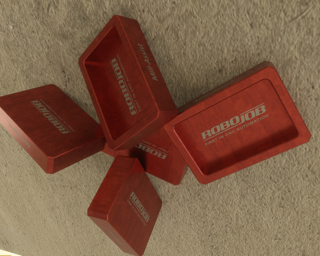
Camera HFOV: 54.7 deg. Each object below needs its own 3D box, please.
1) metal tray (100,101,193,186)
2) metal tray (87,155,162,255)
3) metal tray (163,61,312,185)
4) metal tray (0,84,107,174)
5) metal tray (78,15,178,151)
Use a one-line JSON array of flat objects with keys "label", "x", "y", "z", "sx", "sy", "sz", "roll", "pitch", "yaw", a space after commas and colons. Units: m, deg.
[{"label": "metal tray", "x": -0.019, "y": 0.014, "z": 0.422, "sx": 0.130, "sy": 0.030, "sz": 0.089, "roll": 23, "pitch": 127, "yaw": 13}, {"label": "metal tray", "x": -0.042, "y": 0.110, "z": 0.430, "sx": 0.030, "sy": 0.090, "sz": 0.130, "roll": 6, "pitch": 142, "yaw": 26}, {"label": "metal tray", "x": 0.081, "y": -0.002, "z": 0.339, "sx": 0.130, "sy": 0.030, "sz": 0.090, "roll": -28, "pitch": 104, "yaw": 22}, {"label": "metal tray", "x": -0.147, "y": -0.005, "z": 0.419, "sx": 0.130, "sy": 0.091, "sz": 0.030, "roll": 39, "pitch": 131, "yaw": 23}, {"label": "metal tray", "x": -0.042, "y": -0.050, "z": 0.357, "sx": 0.090, "sy": 0.030, "sz": 0.130, "roll": -36, "pitch": 70, "yaw": 38}]
